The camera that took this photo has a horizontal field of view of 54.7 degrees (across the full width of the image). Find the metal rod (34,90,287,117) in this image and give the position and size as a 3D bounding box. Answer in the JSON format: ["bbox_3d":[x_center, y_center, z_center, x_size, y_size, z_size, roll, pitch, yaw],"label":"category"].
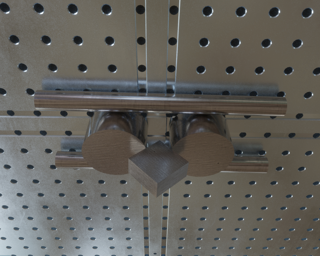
[{"bbox_3d":[0.002,-0.030,0.381,0.302,0.025,0.025,1,130,-2],"label":"metal rod"}]

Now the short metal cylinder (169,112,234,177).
[{"bbox_3d":[0.053,0.019,0.408,0.081,0.050,0.079,0,130,0],"label":"short metal cylinder"}]

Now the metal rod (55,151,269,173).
[{"bbox_3d":[0.004,0.050,0.450,0.302,0.025,0.025,2,130,-2],"label":"metal rod"}]

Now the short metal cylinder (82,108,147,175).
[{"bbox_3d":[-0.057,0.016,0.404,0.081,0.050,0.079,0,130,0],"label":"short metal cylinder"}]

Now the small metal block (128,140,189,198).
[{"bbox_3d":[-0.002,0.047,0.370,0.050,0.050,0.025,-29,140,-34],"label":"small metal block"}]
